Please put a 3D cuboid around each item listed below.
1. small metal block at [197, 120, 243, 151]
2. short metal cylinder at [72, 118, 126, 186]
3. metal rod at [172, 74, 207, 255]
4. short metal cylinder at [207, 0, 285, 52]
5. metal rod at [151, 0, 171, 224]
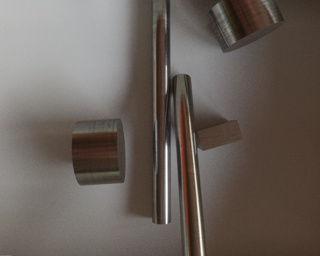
[{"bbox_3d":[0.073,0.009,0.400,0.050,0.050,0.025,-16,90,0],"label":"small metal block"},{"bbox_3d":[-0.072,0.029,0.383,0.050,0.080,0.079,-4,90,0],"label":"short metal cylinder"},{"bbox_3d":[0.033,0.069,0.347,0.025,0.025,0.299,-2,64,0],"label":"metal rod"},{"bbox_3d":[0.106,-0.135,0.385,0.080,0.080,0.050,-24,90,0],"label":"short metal cylinder"},{"bbox_3d":[0.002,-0.025,0.411,0.025,0.025,0.298,0,90,-1],"label":"metal rod"}]
